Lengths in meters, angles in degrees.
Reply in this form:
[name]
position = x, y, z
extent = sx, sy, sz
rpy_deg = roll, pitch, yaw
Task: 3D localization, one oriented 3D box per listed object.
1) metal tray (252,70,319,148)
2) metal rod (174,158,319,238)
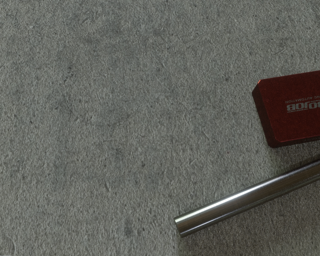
[metal tray]
position = 0.202, -0.029, 0.419
extent = 0.131, 0.030, 0.090
rpy_deg = -9, 70, -4
[metal rod]
position = 0.161, 0.066, 0.385
extent = 0.302, 0.025, 0.025
rpy_deg = -20, 72, -8
